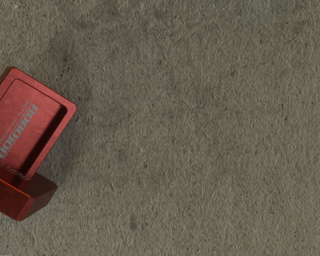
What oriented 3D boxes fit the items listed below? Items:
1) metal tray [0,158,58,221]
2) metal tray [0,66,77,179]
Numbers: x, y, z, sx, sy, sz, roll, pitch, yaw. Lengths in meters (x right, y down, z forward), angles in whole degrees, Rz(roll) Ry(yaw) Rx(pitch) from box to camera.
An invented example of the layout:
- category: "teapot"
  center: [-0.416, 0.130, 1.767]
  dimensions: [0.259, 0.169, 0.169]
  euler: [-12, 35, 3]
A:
- category: "metal tray"
  center: [-0.200, 0.057, 0.375]
  dimensions: [0.130, 0.090, 0.030]
  euler: [30, 88, 0]
- category: "metal tray"
  center: [-0.175, 0.003, 0.376]
  dimensions: [0.090, 0.030, 0.130]
  euler: [36, 83, -35]
